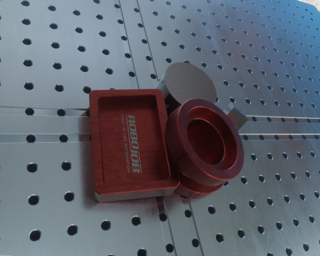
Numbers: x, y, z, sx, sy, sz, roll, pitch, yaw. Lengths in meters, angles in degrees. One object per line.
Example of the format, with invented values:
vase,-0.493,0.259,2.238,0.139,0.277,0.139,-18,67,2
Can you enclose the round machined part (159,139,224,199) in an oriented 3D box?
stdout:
round machined part,0.048,0.038,0.401,0.099,0.042,0.098,14,56,-21

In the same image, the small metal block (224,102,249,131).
small metal block,0.095,-0.007,0.437,0.025,0.050,0.050,40,16,-2

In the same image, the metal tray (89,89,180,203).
metal tray,-0.034,0.016,0.364,0.091,0.030,0.130,-3,62,-14

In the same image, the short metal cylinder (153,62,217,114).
short metal cylinder,0.032,-0.046,0.439,0.081,0.050,0.080,14,56,-21

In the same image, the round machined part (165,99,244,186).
round machined part,0.045,0.019,0.350,0.099,0.042,0.098,21,52,-29
